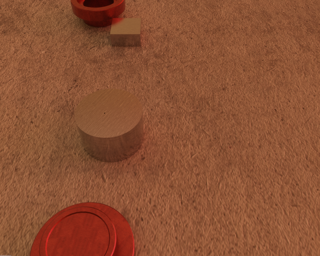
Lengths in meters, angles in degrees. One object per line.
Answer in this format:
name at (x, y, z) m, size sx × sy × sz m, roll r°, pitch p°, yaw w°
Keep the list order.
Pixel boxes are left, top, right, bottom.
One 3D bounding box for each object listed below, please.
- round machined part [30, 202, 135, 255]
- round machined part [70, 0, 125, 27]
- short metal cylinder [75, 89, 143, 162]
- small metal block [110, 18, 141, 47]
round machined part at (-0.074, 0.115, 0.295) m, size 0.099 × 0.042 × 0.098 m, roll 0°, pitch 50°, yaw 0°
round machined part at (-0.114, -0.226, 0.580) m, size 0.099 × 0.042 × 0.098 m, roll 0°, pitch 50°, yaw 0°
short metal cylinder at (-0.061, -0.004, 0.390) m, size 0.081 × 0.050 × 0.080 m, roll 0°, pitch 50°, yaw 0°
small metal block at (-0.059, -0.168, 0.544) m, size 0.050 × 0.025 × 0.050 m, roll 0°, pitch 50°, yaw -1°
